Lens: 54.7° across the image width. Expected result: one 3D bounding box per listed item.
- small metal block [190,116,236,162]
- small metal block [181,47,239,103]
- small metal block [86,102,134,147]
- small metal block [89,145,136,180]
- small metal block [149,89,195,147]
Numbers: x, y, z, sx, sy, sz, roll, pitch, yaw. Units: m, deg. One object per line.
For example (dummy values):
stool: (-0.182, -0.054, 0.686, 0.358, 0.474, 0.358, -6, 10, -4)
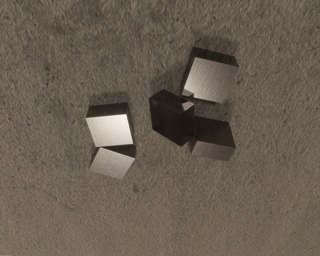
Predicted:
small metal block: (0.066, 0.013, 0.403, 0.050, 0.050, 0.025, 11, 129, -10)
small metal block: (0.055, -0.060, 0.357, 0.050, 0.025, 0.050, 11, 129, -10)
small metal block: (-0.063, -0.004, 0.403, 0.050, 0.025, 0.050, -5, 130, 4)
small metal block: (-0.068, 0.043, 0.443, 0.050, 0.025, 0.050, 20, 127, -17)
small metal block: (0.015, -0.013, 0.378, 0.025, 0.050, 0.050, -35, 139, -30)
